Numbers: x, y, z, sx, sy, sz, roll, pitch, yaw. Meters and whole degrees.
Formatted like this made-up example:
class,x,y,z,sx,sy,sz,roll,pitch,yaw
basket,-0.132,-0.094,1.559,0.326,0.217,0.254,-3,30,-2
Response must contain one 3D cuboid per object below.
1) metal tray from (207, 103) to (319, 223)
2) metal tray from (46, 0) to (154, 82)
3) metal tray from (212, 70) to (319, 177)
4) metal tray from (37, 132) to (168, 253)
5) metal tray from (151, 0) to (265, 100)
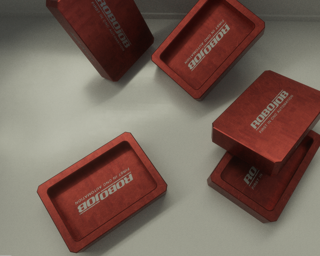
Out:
class,x,y,z,sx,sy,sz,roll,pitch,yaw
metal tray,0.132,0.041,0.393,0.090,0.030,0.130,34,73,11
metal tray,-0.070,-0.136,0.403,0.030,0.130,0.090,27,71,41
metal tray,0.138,-0.012,0.387,0.090,0.030,0.131,33,60,29
metal tray,-0.068,0.076,0.378,0.131,0.030,0.090,-33,74,-12
metal tray,0.064,-0.112,0.419,0.090,0.030,0.130,44,99,11
